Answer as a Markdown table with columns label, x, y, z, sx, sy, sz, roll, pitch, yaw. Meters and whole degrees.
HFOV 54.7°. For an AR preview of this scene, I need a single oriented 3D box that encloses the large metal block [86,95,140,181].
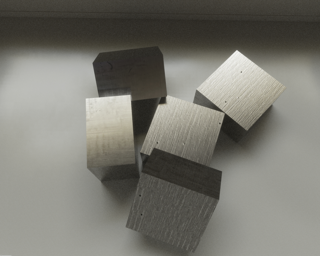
| label | x | y | z | sx | sy | sz | roll | pitch | yaw |
| --- | --- | --- | --- | --- | --- | --- | --- | --- | --- |
| large metal block | -0.055 | 0.015 | 0.373 | 0.050 | 0.080 | 0.080 | -5 | 70 | -2 |

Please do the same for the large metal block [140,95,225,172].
| label | x | y | z | sx | sy | sz | roll | pitch | yaw |
| --- | --- | --- | --- | --- | --- | --- | --- | --- | --- |
| large metal block | 0.028 | 0.013 | 0.391 | 0.080 | 0.050 | 0.080 | 18 | 71 | 6 |

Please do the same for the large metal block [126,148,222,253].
| label | x | y | z | sx | sy | sz | roll | pitch | yaw |
| --- | --- | --- | --- | --- | --- | --- | --- | --- | --- |
| large metal block | 0.015 | 0.079 | 0.343 | 0.080 | 0.079 | 0.050 | 19 | 29 | 5 |

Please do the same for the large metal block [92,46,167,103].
| label | x | y | z | sx | sy | sz | roll | pitch | yaw |
| --- | --- | --- | --- | --- | --- | --- | --- | --- | --- |
| large metal block | -0.037 | -0.070 | 0.398 | 0.081 | 0.080 | 0.050 | -7 | 112 | -2 |

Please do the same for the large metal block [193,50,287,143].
| label | x | y | z | sx | sy | sz | roll | pitch | yaw |
| --- | --- | --- | --- | --- | --- | --- | --- | --- | --- |
| large metal block | 0.102 | -0.041 | 0.411 | 0.080 | 0.050 | 0.080 | 42 | 75 | 13 |
